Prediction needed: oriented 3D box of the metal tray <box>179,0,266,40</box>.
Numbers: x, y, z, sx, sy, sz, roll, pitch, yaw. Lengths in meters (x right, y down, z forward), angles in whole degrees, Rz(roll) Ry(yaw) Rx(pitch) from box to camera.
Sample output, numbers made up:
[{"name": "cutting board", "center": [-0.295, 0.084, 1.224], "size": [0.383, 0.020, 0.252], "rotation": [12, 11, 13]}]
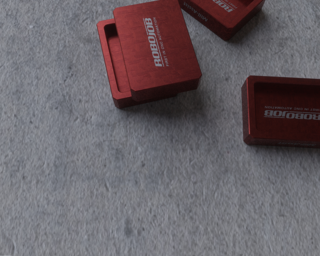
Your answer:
[{"name": "metal tray", "center": [0.085, -0.207, 0.482], "size": [0.130, 0.030, 0.090], "rotation": [42, 75, 13]}]

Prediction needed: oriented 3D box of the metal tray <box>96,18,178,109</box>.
[{"name": "metal tray", "center": [-0.033, -0.099, 0.441], "size": [0.091, 0.030, 0.130], "rotation": [-13, 71, -5]}]

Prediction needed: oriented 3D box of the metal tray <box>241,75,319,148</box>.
[{"name": "metal tray", "center": [0.179, -0.021, 0.415], "size": [0.131, 0.030, 0.090], "rotation": [3, 70, 0]}]

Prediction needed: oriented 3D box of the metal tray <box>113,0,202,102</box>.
[{"name": "metal tray", "center": [-0.006, -0.106, 0.412], "size": [0.091, 0.030, 0.130], "rotation": [-12, 71, -5]}]
